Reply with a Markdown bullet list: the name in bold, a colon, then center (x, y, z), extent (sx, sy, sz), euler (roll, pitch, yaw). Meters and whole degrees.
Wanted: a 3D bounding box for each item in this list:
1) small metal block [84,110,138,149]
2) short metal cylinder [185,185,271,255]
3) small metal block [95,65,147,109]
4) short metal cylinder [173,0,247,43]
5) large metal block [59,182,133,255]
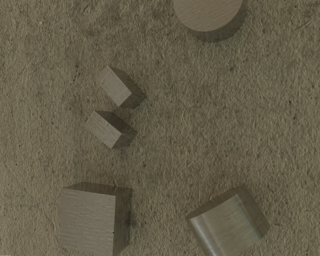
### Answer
- **small metal block**: center (-0.065, 0.002, 0.418), extent (0.050, 0.050, 0.025), euler (38, 102, 15)
- **short metal cylinder**: center (0.076, 0.106, 0.353), extent (0.080, 0.080, 0.050), euler (-33, 80, 17)
- **small metal block**: center (-0.051, -0.053, 0.412), extent (0.025, 0.050, 0.050), euler (-44, 77, 15)
- **short metal cylinder**: center (0.062, -0.149, 0.373), extent (0.080, 0.050, 0.079), euler (0, 90, 19)
- **large metal block**: center (-0.087, 0.122, 0.425), extent (0.080, 0.050, 0.079), euler (4, 91, 19)
